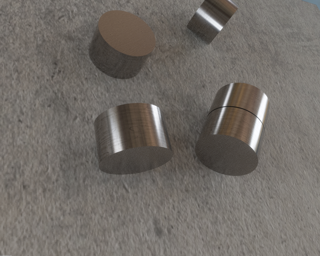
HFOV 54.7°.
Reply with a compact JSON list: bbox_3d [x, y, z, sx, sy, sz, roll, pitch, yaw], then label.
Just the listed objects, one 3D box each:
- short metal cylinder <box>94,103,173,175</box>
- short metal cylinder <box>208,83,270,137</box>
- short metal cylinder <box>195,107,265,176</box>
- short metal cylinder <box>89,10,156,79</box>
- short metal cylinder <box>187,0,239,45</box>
[{"bbox_3d":[-0.030,0.014,0.345,0.081,0.080,0.050,2,61,-28],"label":"short metal cylinder"},{"bbox_3d":[0.111,-0.017,0.441,0.080,0.080,0.050,33,51,-7],"label":"short metal cylinder"},{"bbox_3d":[0.092,0.019,0.409,0.080,0.080,0.050,33,51,-7],"label":"short metal cylinder"},{"bbox_3d":[-0.053,-0.115,0.431,0.081,0.050,0.080,14,56,-21],"label":"short metal cylinder"},{"bbox_3d":[0.091,-0.192,0.537,0.050,0.080,0.080,38,51,-3],"label":"short metal cylinder"}]
